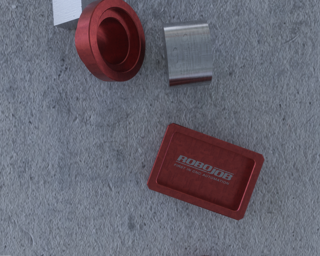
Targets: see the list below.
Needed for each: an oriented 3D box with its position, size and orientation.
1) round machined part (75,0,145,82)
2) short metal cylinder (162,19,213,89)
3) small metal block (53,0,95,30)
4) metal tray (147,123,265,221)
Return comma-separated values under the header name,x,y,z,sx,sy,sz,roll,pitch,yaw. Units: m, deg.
name,x,y,z,sx,sy,sz,roll,pitch,yaw
round machined part,-0.065,-0.106,0.382,0.042,0.099,0.097,4,90,35
short metal cylinder,0.032,-0.090,0.383,0.050,0.080,0.079,-6,90,0
small metal block,-0.110,-0.158,0.397,0.050,0.025,0.050,-3,90,31
metal tray,0.058,0.056,0.408,0.131,0.030,0.090,20,90,-1
